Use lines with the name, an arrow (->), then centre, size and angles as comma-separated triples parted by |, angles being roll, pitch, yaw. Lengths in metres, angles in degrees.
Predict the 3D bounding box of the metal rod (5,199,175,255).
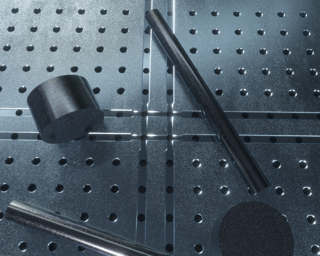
metal rod -> -0.036, 0.143, 0.358 | 0.301, 0.025, 0.025 | 18, 71, 6

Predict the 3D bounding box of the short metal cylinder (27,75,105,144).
short metal cylinder -> -0.118, -0.022, 0.390 | 0.080, 0.080, 0.050 | -26, 72, -9

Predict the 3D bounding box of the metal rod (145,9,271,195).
metal rod -> 0.057, -0.048, 0.429 | 0.025, 0.025, 0.299 | -26, 72, -9

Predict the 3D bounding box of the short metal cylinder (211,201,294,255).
short metal cylinder -> 0.102, 0.127, 0.353 | 0.081, 0.050, 0.080 | 0, 70, 0
